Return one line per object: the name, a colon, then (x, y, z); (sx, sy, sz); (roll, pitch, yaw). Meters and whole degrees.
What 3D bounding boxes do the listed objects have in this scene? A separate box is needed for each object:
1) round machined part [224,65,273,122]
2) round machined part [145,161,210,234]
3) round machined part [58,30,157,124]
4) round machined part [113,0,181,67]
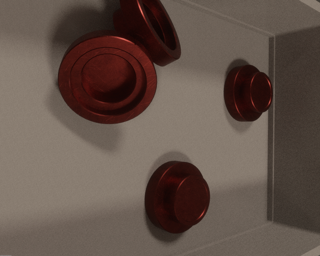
round machined part: (0.157, -0.060, 0.530); (0.099, 0.042, 0.097); (0, 90, -40)
round machined part: (0.031, 0.095, 0.424); (0.099, 0.042, 0.097); (0, 90, -40)
round machined part: (-0.054, -0.056, 0.329); (0.099, 0.042, 0.097); (-4, 124, -6)
round machined part: (-0.018, -0.116, 0.364); (0.098, 0.042, 0.098); (47, 31, -38)
